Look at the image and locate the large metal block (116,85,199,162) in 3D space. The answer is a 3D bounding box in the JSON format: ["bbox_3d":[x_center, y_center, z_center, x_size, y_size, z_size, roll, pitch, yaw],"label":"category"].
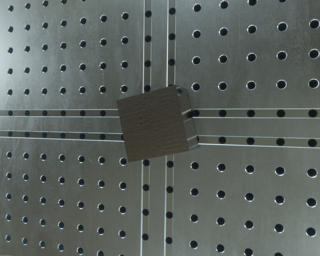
[{"bbox_3d":[-0.002,-0.004,0.399,0.080,0.050,0.080,-13,86,19],"label":"large metal block"}]
